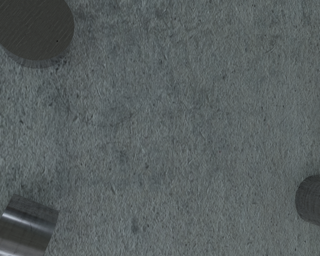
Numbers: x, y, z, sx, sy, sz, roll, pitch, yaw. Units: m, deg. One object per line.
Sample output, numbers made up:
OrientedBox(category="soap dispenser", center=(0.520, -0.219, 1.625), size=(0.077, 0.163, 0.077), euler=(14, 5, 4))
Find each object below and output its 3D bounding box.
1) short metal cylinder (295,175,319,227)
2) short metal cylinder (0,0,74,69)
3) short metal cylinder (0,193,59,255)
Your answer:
OrientedBox(category="short metal cylinder", center=(0.266, 0.119, 0.494), size=(0.081, 0.050, 0.080), euler=(0, 90, -20))
OrientedBox(category="short metal cylinder", center=(-0.139, -0.110, 0.344), size=(0.081, 0.050, 0.080), euler=(0, 90, -20))
OrientedBox(category="short metal cylinder", center=(-0.149, 0.116, 0.325), size=(0.050, 0.080, 0.080), euler=(28, 81, -18))
